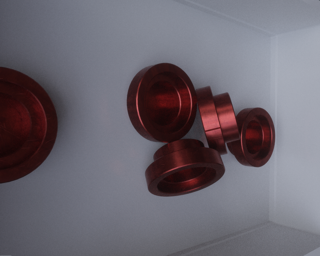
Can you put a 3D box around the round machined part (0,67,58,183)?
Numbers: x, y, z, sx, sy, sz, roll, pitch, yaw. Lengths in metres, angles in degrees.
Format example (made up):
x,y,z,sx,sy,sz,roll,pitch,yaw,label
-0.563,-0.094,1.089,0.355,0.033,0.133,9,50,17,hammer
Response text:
x,y,z,sx,sy,sz,roll,pitch,yaw,label
-0.146,-0.003,0.273,0.099,0.042,0.097,0,90,-40,round machined part

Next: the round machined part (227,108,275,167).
x,y,z,sx,sy,sz,roll,pitch,yaw,label
0.148,0.015,0.520,0.099,0.042,0.097,0,90,-40,round machined part

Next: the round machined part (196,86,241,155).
x,y,z,sx,sy,sz,roll,pitch,yaw,label
0.082,-0.012,0.429,0.098,0.042,0.097,-15,90,-80,round machined part

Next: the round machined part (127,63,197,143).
x,y,z,sx,sy,sz,roll,pitch,yaw,label
-0.002,-0.031,0.394,0.099,0.042,0.097,0,90,-40,round machined part

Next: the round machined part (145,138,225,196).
x,y,z,sx,sy,sz,roll,pitch,yaw,label
0.029,0.048,0.394,0.099,0.098,0.042,15,48,-39,round machined part
